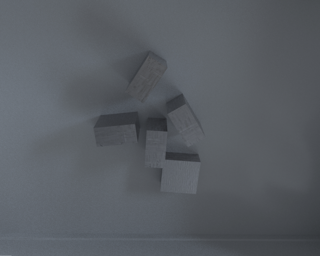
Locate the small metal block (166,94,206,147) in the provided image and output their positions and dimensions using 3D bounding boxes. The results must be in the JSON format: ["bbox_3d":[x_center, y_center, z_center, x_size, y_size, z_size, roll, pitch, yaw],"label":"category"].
[{"bbox_3d":[0.032,-0.011,0.394,0.025,0.050,0.050,-29,108,10],"label":"small metal block"}]

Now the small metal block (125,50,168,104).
[{"bbox_3d":[-0.016,-0.063,0.375,0.025,0.050,0.050,32,107,-11],"label":"small metal block"}]

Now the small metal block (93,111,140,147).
[{"bbox_3d":[-0.054,0.001,0.397,0.050,0.050,0.025,-6,110,1],"label":"small metal block"}]

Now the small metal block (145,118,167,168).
[{"bbox_3d":[-0.005,0.018,0.405,0.025,0.050,0.050,4,110,-1],"label":"small metal block"}]

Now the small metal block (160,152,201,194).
[{"bbox_3d":[0.027,0.063,0.435,0.050,0.025,0.050,5,110,-3],"label":"small metal block"}]
